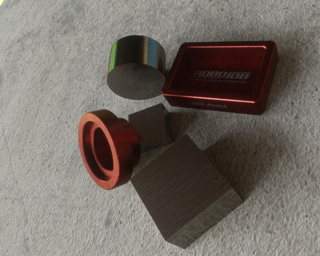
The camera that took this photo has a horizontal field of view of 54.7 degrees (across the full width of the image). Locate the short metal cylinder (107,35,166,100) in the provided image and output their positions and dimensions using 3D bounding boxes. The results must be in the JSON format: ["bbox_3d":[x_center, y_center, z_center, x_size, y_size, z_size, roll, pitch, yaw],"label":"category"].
[{"bbox_3d":[-0.032,-0.083,0.436,0.080,0.080,0.050,-13,57,21],"label":"short metal cylinder"}]

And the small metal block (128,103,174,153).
[{"bbox_3d":[-0.012,0.001,0.410,0.050,0.025,0.050,-19,54,17],"label":"small metal block"}]

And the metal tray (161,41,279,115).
[{"bbox_3d":[0.076,-0.068,0.402,0.130,0.030,0.090,9,66,31],"label":"metal tray"}]

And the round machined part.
[{"bbox_3d":[-0.060,0.024,0.387,0.042,0.097,0.098,-16,39,-37],"label":"round machined part"}]

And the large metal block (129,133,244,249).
[{"bbox_3d":[0.027,0.067,0.332,0.080,0.050,0.080,-39,51,1],"label":"large metal block"}]
